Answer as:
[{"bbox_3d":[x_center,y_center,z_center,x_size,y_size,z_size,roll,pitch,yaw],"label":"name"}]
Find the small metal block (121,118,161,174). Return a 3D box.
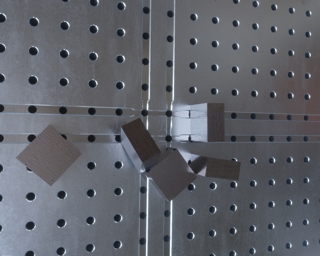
[{"bbox_3d":[-0.025,0.023,0.381,0.025,0.050,0.050,-27,73,-18],"label":"small metal block"}]

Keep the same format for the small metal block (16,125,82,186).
[{"bbox_3d":[-0.130,0.031,0.365,0.050,0.025,0.050,45,76,-15],"label":"small metal block"}]

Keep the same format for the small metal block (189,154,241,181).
[{"bbox_3d":[0.074,0.053,0.426,0.050,0.050,0.025,10,87,-20],"label":"small metal block"}]

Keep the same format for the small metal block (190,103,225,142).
[{"bbox_3d":[0.064,-0.007,0.422,0.025,0.050,0.050,-1,91,-20],"label":"small metal block"}]

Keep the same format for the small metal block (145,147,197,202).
[{"bbox_3d":[0.013,0.062,0.417,0.050,0.025,0.050,-39,103,-16],"label":"small metal block"}]
